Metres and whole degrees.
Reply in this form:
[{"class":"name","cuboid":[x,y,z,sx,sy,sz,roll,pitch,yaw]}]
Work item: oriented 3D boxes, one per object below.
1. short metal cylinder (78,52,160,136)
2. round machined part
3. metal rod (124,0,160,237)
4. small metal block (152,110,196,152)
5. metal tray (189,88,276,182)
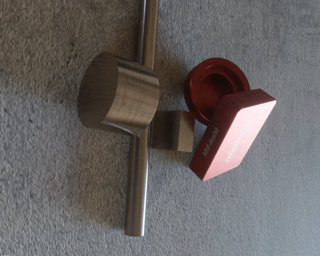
[{"class":"short metal cylinder","cuboid":[-0.046,-0.035,0.330,0.050,0.080,0.080,14,82,-39]},{"class":"round machined part","cuboid":[0.078,-0.048,0.446,0.099,0.042,0.098,4,80,-22]},{"class":"metal rod","cuboid":[-0.022,-0.020,0.385,0.025,0.025,0.298,6,86,-40]},{"class":"small metal block","cuboid":[0.017,0.004,0.403,0.025,0.050,0.050,9,84,-40]},{"class":"metal tray","cuboid":[0.101,0.010,0.439,0.091,0.030,0.129,-14,136,-39]}]
